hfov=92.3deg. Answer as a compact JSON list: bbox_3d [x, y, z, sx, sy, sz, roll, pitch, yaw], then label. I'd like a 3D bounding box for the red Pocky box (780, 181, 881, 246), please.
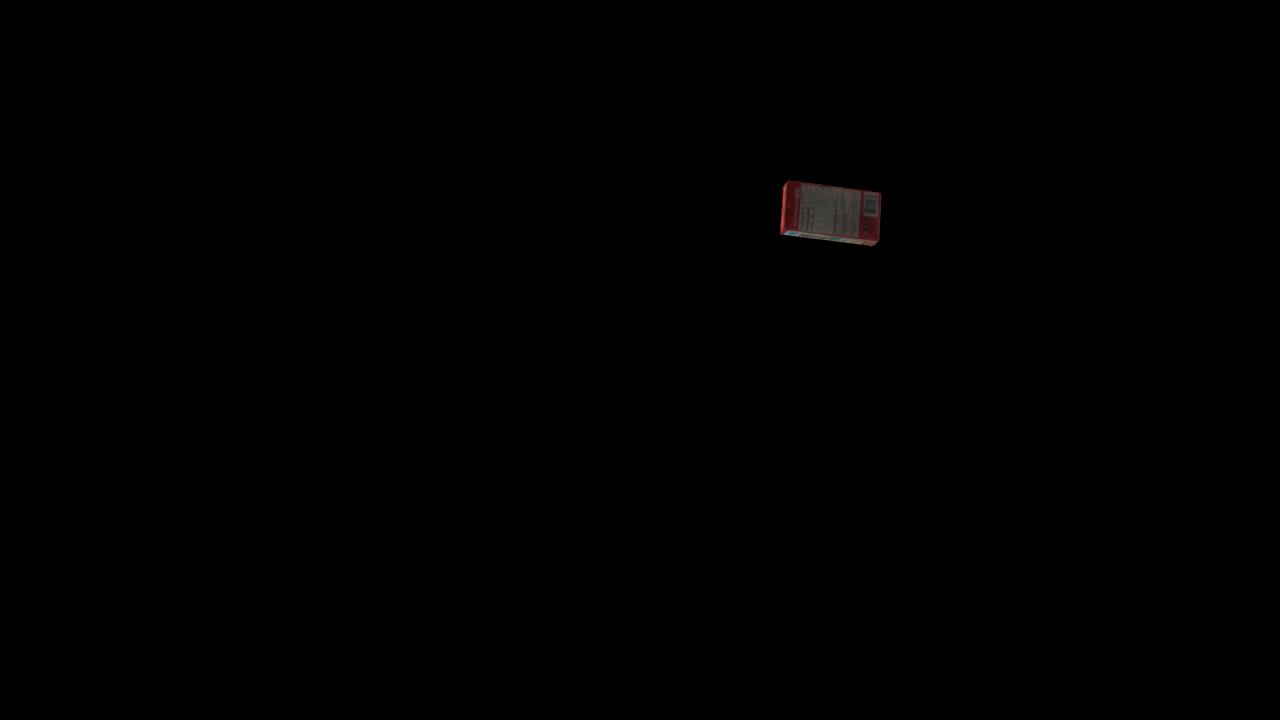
[{"bbox_3d":[0.300,-0.231,0.969,0.155,0.083,0.028,6,-7,-4],"label":"red Pocky box"}]
